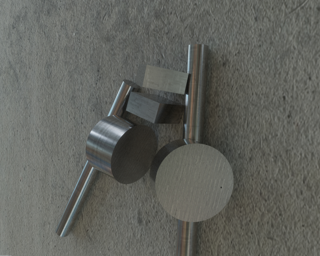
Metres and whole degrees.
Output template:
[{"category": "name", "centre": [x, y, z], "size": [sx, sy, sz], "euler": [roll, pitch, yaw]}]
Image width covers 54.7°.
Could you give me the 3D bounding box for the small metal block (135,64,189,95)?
[{"category": "small metal block", "centre": [0.001, -0.060, 0.375], "size": [0.050, 0.050, 0.025], "euler": [-138, 58, -71]}]

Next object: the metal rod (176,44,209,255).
[{"category": "metal rod", "centre": [0.037, 0.052, 0.374], "size": [0.025, 0.025, 0.298], "euler": [5, 93, 40]}]

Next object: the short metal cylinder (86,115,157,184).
[{"category": "short metal cylinder", "centre": [-0.050, 0.027, 0.410], "size": [0.050, 0.081, 0.079], "euler": [20, 103, 38]}]

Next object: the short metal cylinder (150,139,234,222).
[{"category": "short metal cylinder", "centre": [0.032, 0.054, 0.335], "size": [0.050, 0.081, 0.079], "euler": [-159, 72, -81]}]

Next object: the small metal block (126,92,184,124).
[{"category": "small metal block", "centre": [-0.005, -0.025, 0.393], "size": [0.050, 0.050, 0.025], "euler": [25, 106, 37]}]

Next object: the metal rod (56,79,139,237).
[{"category": "metal rod", "centre": [-0.106, 0.060, 0.492], "size": [0.025, 0.025, 0.298], "euler": [42, 115, 32]}]
